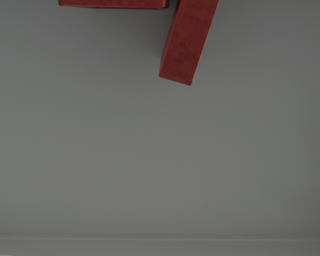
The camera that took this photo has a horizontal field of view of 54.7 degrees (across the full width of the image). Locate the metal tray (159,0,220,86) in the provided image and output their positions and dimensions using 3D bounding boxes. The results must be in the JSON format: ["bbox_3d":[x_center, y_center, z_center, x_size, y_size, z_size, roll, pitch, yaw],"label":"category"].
[{"bbox_3d":[0.027,-0.102,0.318,0.030,0.130,0.089,16,109,-5],"label":"metal tray"}]

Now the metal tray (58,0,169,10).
[{"bbox_3d":[-0.038,-0.134,0.305,0.091,0.130,0.030,1,110,-1],"label":"metal tray"}]
